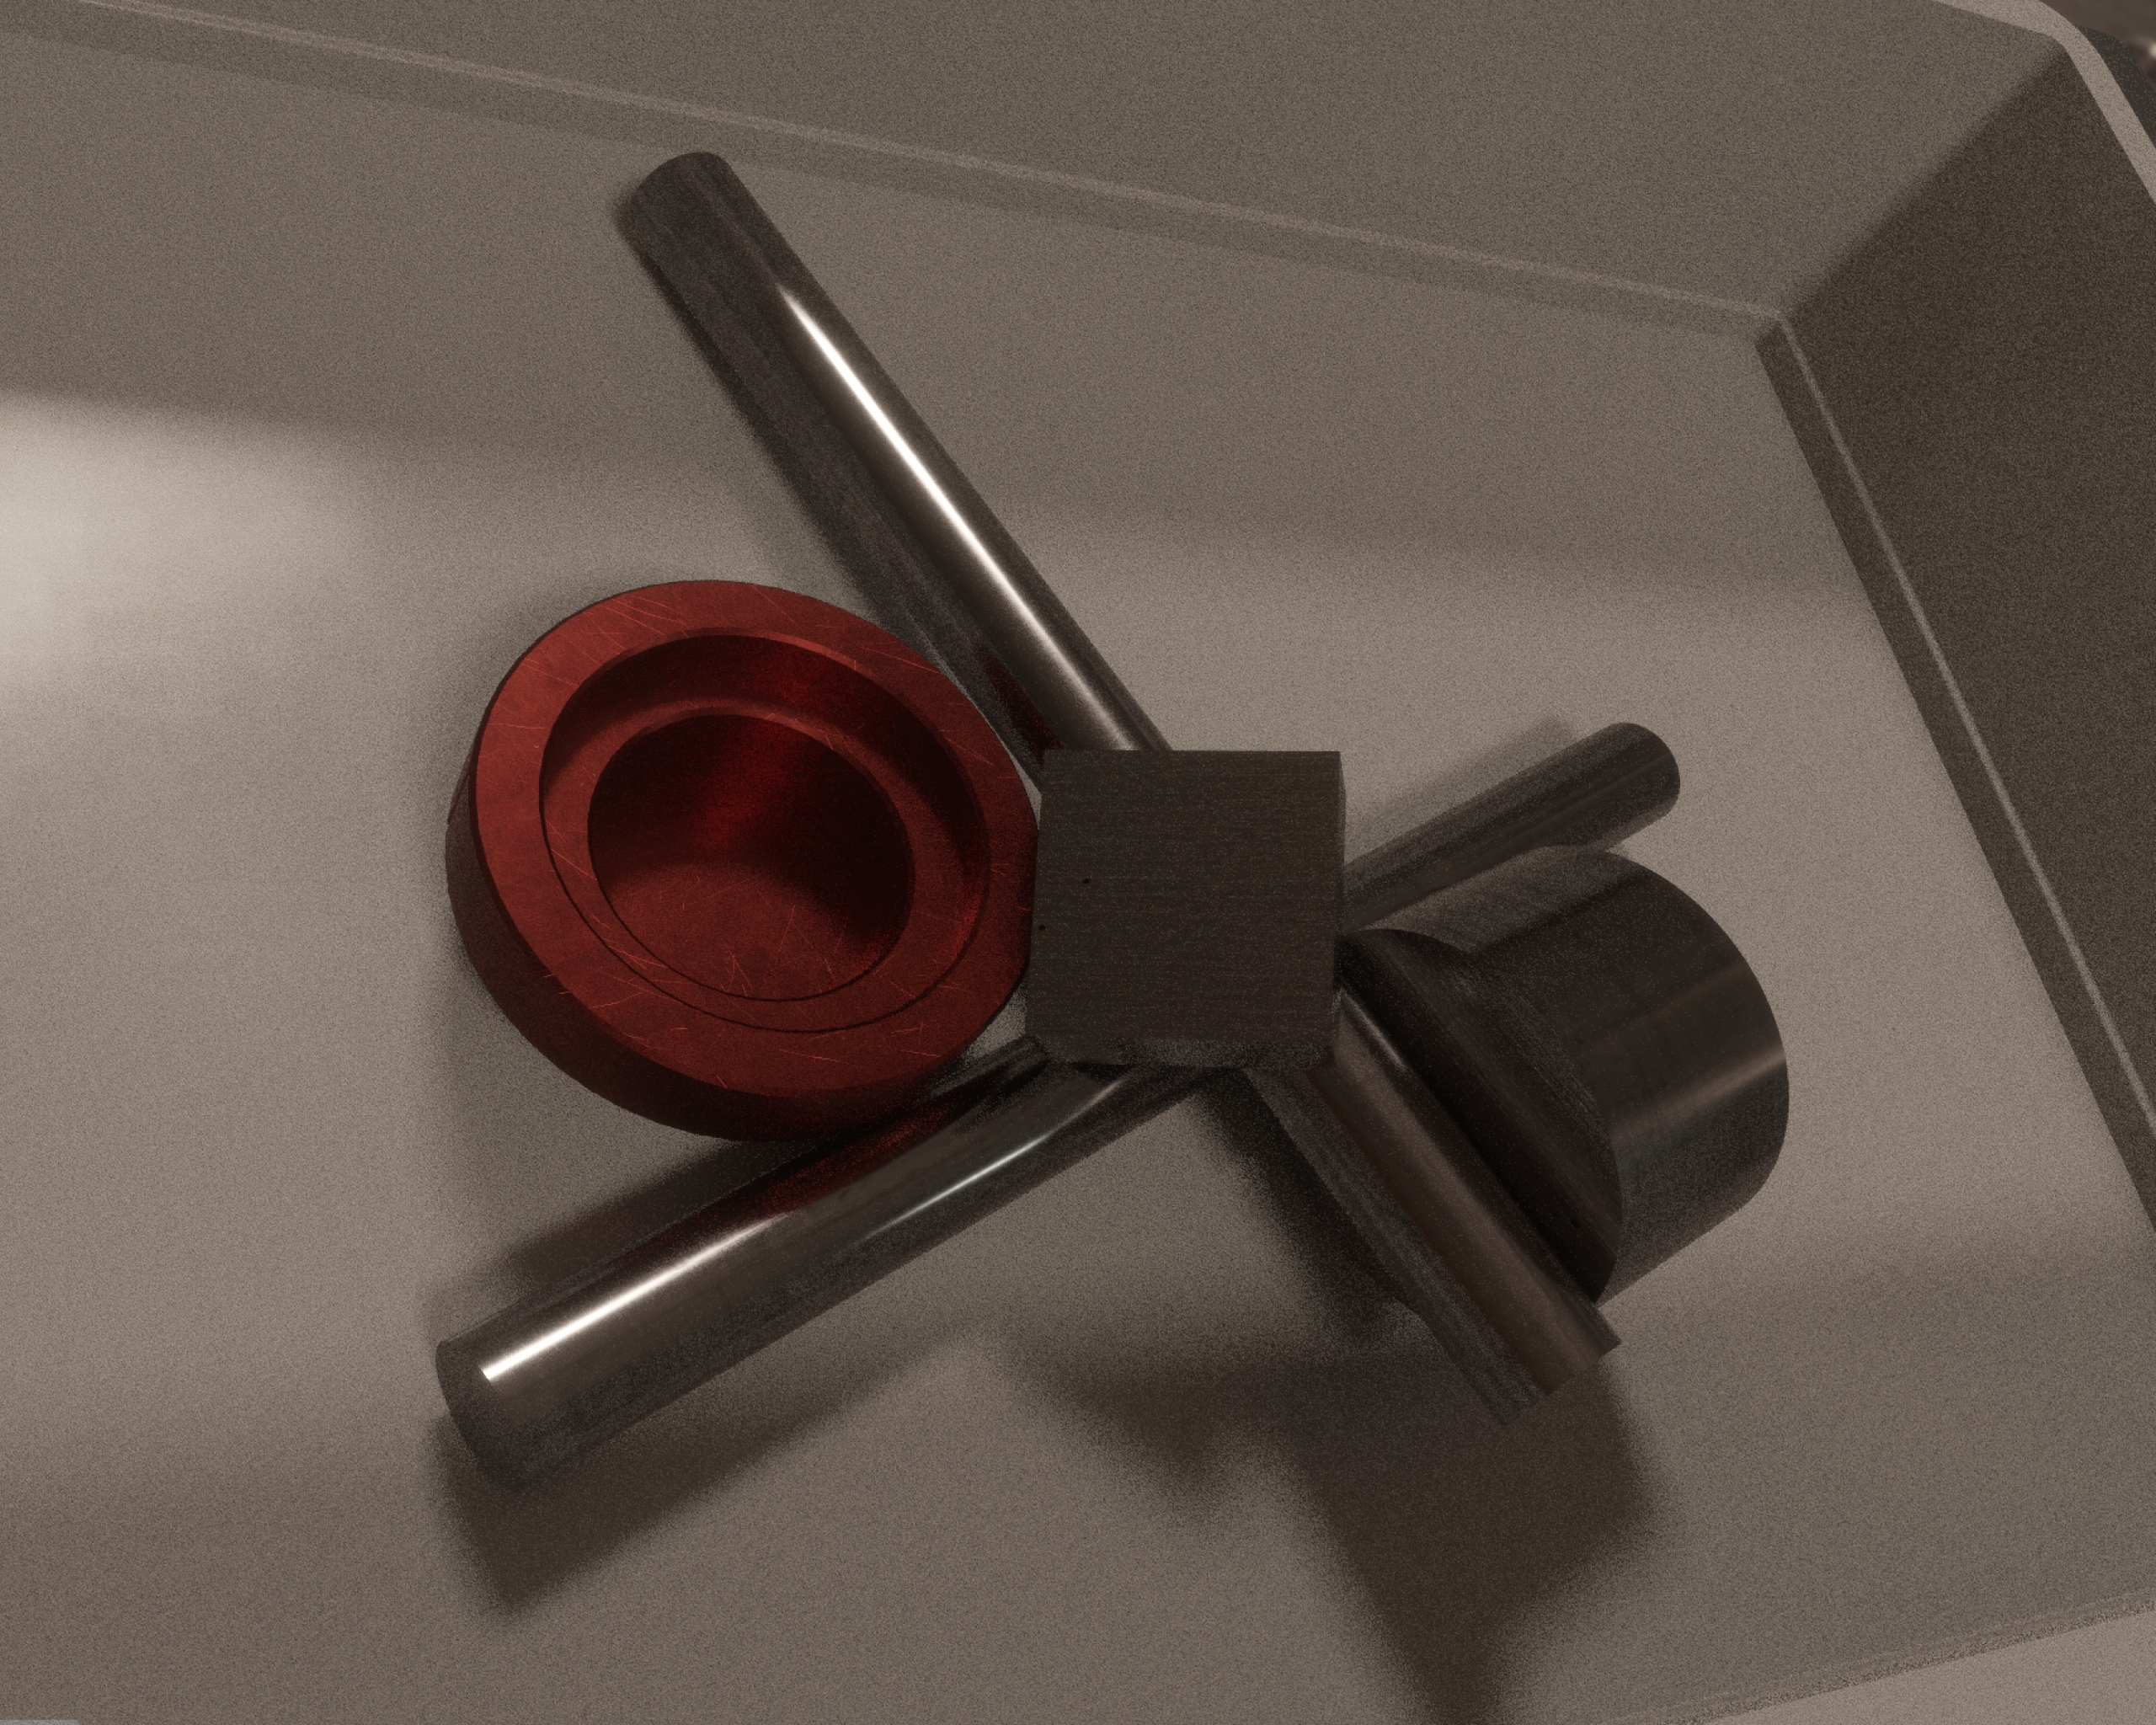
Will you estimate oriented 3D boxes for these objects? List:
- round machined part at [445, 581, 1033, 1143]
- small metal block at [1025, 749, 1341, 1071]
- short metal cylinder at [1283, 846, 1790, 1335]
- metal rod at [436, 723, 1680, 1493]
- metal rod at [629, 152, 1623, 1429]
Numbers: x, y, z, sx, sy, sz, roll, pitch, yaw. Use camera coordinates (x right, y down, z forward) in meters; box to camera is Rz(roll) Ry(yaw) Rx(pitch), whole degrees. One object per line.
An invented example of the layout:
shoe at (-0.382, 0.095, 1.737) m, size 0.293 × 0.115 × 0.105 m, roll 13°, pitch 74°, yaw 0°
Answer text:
round machined part at (-0.059, 0.003, 0.361) m, size 0.099 × 0.042 × 0.098 m, roll 14°, pitch 56°, yaw -21°
small metal block at (0.020, 0.008, 0.358) m, size 0.050 × 0.025 × 0.050 m, roll 1°, pitch 74°, yaw 10°
short metal cylinder at (0.083, 0.042, 0.389) m, size 0.050 × 0.080 × 0.080 m, roll -22°, pitch 74°, yaw -36°
metal rod at (0.021, 0.030, 0.398) m, size 0.302 × 0.025 × 0.025 m, roll -25°, pitch 76°, yaw -37°
metal rod at (-0.002, -0.027, 0.398) m, size 0.025 × 0.025 × 0.299 m, roll -21°, pitch 66°, yaw -36°
